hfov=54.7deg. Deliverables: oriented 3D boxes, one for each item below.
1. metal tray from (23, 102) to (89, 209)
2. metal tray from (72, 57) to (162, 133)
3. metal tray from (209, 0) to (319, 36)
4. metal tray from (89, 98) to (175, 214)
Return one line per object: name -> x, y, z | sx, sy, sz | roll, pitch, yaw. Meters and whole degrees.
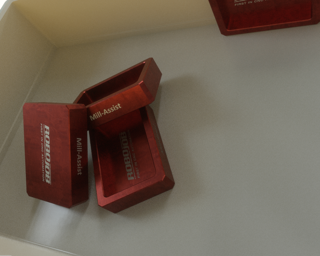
metal tray -> -0.139, 0.032, 0.411 | 0.090, 0.030, 0.129 | 5, 98, 32
metal tray -> -0.065, -0.045, 0.434 | 0.130, 0.030, 0.090 | -22, 27, 20
metal tray -> 0.133, -0.168, 0.396 | 0.130, 0.090, 0.030 | 1, 63, 28
metal tray -> -0.042, 0.033, 0.404 | 0.090, 0.030, 0.130 | -26, 53, 12
